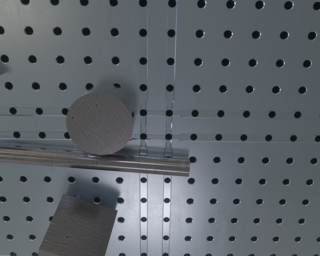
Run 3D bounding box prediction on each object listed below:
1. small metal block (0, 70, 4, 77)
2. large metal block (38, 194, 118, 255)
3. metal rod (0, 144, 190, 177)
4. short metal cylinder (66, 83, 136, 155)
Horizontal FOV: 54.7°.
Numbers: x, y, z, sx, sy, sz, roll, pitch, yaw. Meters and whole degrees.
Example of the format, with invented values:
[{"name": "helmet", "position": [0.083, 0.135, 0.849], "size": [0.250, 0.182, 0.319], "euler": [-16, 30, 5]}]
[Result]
[{"name": "small metal block", "position": [-0.237, -0.069, 0.386], "size": [0.050, 0.025, 0.050], "euler": [-37, 106, 12]}, {"name": "large metal block", "position": [-0.113, 0.149, 0.431], "size": [0.080, 0.080, 0.050], "euler": [19, 136, -7]}, {"name": "metal rod", "position": [-0.110, 0.043, 0.428], "size": [0.302, 0.025, 0.025], "euler": [5, 110, -2]}, {"name": "short metal cylinder", "position": [-0.072, -0.012, 0.395], "size": [0.081, 0.050, 0.079], "euler": [0, 110, 0]}]
